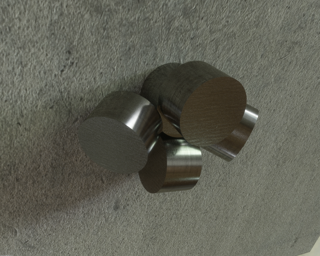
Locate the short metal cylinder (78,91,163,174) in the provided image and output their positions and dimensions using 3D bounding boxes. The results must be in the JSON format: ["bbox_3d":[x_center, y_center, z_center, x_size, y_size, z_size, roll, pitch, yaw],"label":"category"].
[{"bbox_3d":[-0.043,0.005,0.347,0.080,0.050,0.079,12,131,14],"label":"short metal cylinder"}]

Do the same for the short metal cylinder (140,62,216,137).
[{"bbox_3d":[0.022,-0.035,0.384,0.081,0.050,0.079,-14,125,-21],"label":"short metal cylinder"}]

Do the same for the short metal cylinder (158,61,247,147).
[{"bbox_3d":[0.045,-0.027,0.336,0.081,0.050,0.079,-14,125,-21],"label":"short metal cylinder"}]

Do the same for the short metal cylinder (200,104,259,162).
[{"bbox_3d":[0.087,-0.002,0.414,0.050,0.080,0.080,29,106,2],"label":"short metal cylinder"}]

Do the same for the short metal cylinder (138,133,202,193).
[{"bbox_3d":[0.010,0.043,0.405,0.050,0.080,0.079,2,118,-30],"label":"short metal cylinder"}]
